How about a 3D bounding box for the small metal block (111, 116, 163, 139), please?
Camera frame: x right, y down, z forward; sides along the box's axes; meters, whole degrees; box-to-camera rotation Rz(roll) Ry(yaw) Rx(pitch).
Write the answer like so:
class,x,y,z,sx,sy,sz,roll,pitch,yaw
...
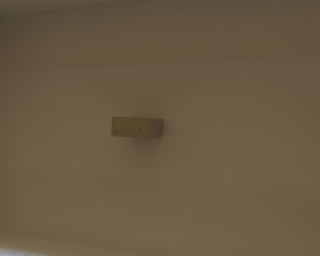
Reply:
class,x,y,z,sx,sy,sz,roll,pitch,yaw
small metal block,-0.028,-0.001,0.403,0.050,0.050,0.025,3,91,19
